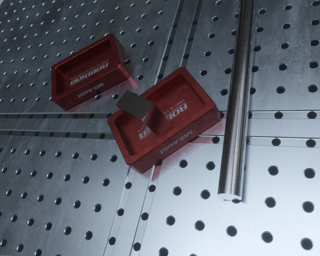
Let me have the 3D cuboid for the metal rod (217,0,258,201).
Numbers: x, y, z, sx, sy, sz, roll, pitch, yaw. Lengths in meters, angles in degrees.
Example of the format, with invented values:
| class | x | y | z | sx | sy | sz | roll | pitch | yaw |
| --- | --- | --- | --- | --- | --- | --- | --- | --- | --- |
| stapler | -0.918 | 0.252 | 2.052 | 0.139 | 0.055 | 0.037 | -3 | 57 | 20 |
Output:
| class | x | y | z | sx | sy | sz | roll | pitch | yaw |
| --- | --- | --- | --- | --- | --- | --- | --- | --- | --- |
| metal rod | 0.102 | -0.059 | 0.390 | 0.025 | 0.025 | 0.299 | -2 | 61 | 27 |

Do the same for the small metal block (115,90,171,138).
| class | x | y | z | sx | sy | sz | roll | pitch | yaw |
| --- | --- | --- | --- | --- | --- | --- | --- | --- | --- |
| small metal block | -0.021 | -0.017 | 0.396 | 0.050 | 0.050 | 0.025 | 29 | 78 | 37 |

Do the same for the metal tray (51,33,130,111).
| class | x | y | z | sx | sy | sz | roll | pitch | yaw |
| --- | --- | --- | --- | --- | --- | --- | --- | --- | --- |
| metal tray | -0.121 | -0.095 | 0.524 | 0.130 | 0.030 | 0.090 | -25 | 53 | 12 |

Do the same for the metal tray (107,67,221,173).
| class | x | y | z | sx | sy | sz | roll | pitch | yaw |
| --- | --- | --- | --- | --- | --- | --- | --- | --- | --- |
| metal tray | 0.002 | -0.013 | 0.410 | 0.130 | 0.030 | 0.090 | -35 | 52 | 4 |
